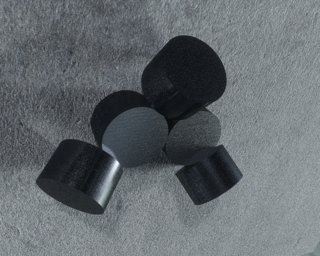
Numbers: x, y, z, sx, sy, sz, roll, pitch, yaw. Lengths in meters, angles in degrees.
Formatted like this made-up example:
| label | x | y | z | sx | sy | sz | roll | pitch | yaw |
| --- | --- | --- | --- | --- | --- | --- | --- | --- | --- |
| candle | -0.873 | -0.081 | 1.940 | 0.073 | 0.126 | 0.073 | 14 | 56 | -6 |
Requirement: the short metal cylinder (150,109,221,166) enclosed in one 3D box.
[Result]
| label | x | y | z | sx | sy | sz | roll | pitch | yaw |
| --- | --- | --- | --- | --- | --- | --- | --- | --- | --- |
| short metal cylinder | 0.033 | 0.003 | 0.412 | 0.081 | 0.050 | 0.079 | -14 | 124 | -21 |

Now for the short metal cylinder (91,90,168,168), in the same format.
| label | x | y | z | sx | sy | sz | roll | pitch | yaw |
| --- | --- | --- | --- | --- | --- | --- | --- | --- | --- |
| short metal cylinder | -0.037 | 0.001 | 0.372 | 0.081 | 0.050 | 0.079 | -14 | 124 | -21 |

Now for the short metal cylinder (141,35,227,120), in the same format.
| label | x | y | z | sx | sy | sz | roll | pitch | yaw |
| --- | --- | --- | --- | --- | --- | --- | --- | --- | --- |
| short metal cylinder | 0.026 | -0.055 | 0.345 | 0.081 | 0.080 | 0.050 | 1 | 160 | -29 |

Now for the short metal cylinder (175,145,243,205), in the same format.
| label | x | y | z | sx | sy | sz | roll | pitch | yaw |
| --- | --- | --- | --- | --- | --- | --- | --- | --- | --- |
| short metal cylinder | 0.069 | 0.066 | 0.443 | 0.080 | 0.080 | 0.050 | -32 | 87 | -7 |

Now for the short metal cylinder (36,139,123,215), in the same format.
| label | x | y | z | sx | sy | sz | roll | pitch | yaw |
| --- | --- | --- | --- | --- | --- | --- | --- | --- | --- |
| short metal cylinder | -0.089 | 0.056 | 0.351 | 0.080 | 0.080 | 0.050 | 55 | 46 | -39 |
